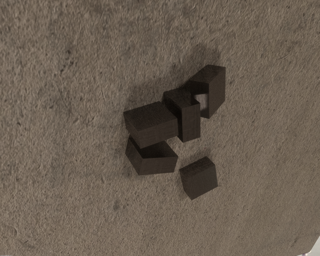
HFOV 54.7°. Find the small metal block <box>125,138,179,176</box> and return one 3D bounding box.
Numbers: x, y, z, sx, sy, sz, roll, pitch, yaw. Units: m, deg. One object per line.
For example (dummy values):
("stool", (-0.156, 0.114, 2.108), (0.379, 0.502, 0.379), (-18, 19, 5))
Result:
("small metal block", (-0.012, 0.036, 0.408), (0.050, 0.050, 0.025), (0, 119, -29))

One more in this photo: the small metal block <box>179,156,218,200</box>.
("small metal block", (0.062, 0.080, 0.492), (0.050, 0.025, 0.050), (-25, 128, -14))

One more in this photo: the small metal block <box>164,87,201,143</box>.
("small metal block", (0.028, -0.017, 0.397), (0.025, 0.050, 0.050), (-17, 126, -18))

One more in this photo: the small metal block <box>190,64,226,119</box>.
("small metal block", (0.063, -0.048, 0.399), (0.050, 0.025, 0.050), (-44, 139, -42))

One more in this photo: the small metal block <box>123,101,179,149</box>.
("small metal block", (-0.012, -0.005, 0.382), (0.050, 0.050, 0.025), (-19, 126, -18))
